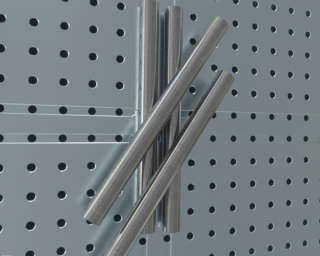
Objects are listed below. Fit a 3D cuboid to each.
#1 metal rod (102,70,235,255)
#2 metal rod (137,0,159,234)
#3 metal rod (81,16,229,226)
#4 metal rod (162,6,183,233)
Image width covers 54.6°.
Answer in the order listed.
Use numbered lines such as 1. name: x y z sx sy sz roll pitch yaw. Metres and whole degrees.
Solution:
1. metal rod: 0.010 0.053 0.389 0.025 0.025 0.300 36 78 -17
2. metal rod: -0.016 -0.014 0.407 0.025 0.025 0.298 1 90 -20
3. metal rod: 0.000 -0.017 0.387 0.025 0.025 0.300 37 78 -17
4. metal rod: 0.017 -0.011 0.419 0.025 0.025 0.298 1 90 -20
